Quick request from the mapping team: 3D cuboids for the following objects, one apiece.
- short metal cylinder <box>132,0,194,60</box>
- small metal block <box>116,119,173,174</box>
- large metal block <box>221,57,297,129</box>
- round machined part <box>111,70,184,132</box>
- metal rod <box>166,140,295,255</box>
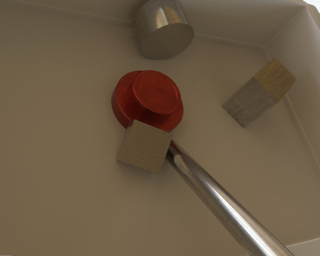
[{"bbox_3d":[0.004,-0.147,0.464,0.081,0.080,0.050,-7,65,-31],"label":"short metal cylinder"},{"bbox_3d":[-0.019,0.023,0.370,0.050,0.025,0.050,22,81,-16],"label":"small metal block"},{"bbox_3d":[0.157,-0.056,0.491,0.050,0.080,0.080,47,51,4],"label":"large metal block"},{"bbox_3d":[-0.011,-0.038,0.413,0.099,0.042,0.098,14,56,-21],"label":"round machined part"},{"bbox_3d":[0.066,0.079,0.273,0.025,0.025,0.300,7,18,-25],"label":"metal rod"}]
